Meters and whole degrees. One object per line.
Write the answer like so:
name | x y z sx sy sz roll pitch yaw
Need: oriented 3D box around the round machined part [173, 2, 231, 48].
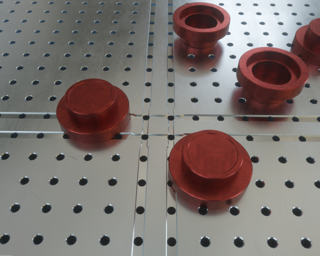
round machined part | 0.071 -0.178 0.547 0.099 0.042 0.098 0 50 0

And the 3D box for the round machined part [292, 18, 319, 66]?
round machined part | 0.280 -0.150 0.525 0.099 0.042 0.098 0 50 0

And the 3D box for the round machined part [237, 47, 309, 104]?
round machined part | 0.163 -0.074 0.460 0.099 0.042 0.098 0 50 0

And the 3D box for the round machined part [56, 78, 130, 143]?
round machined part | -0.091 -0.030 0.422 0.099 0.042 0.098 0 50 0

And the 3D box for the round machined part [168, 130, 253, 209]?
round machined part | 0.059 0.041 0.363 0.099 0.042 0.098 0 50 0
